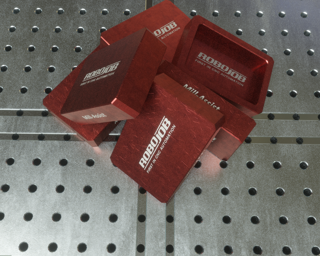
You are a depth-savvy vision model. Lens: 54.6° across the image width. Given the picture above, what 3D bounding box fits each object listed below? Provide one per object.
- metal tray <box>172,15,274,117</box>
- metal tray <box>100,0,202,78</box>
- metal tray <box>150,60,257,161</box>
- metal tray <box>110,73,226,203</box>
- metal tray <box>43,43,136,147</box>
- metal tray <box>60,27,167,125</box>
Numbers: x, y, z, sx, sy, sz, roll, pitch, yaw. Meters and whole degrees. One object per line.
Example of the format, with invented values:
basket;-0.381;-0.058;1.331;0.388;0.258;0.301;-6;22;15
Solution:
metal tray;0.084;-0.079;0.413;0.131;0.030;0.090;24;71;-15
metal tray;-0.006;-0.118;0.433;0.131;0.030;0.090;-38;77;-27
metal tray;0.045;-0.018;0.383;0.130;0.090;0.030;37;74;12
metal tray;0.003;0.015;0.355;0.090;0.129;0.030;37;35;12
metal tray;-0.081;-0.050;0.427;0.090;0.030;0.130;37;74;11
metal tray;-0.057;-0.052;0.350;0.030;0.130;0.090;34;67;-33
